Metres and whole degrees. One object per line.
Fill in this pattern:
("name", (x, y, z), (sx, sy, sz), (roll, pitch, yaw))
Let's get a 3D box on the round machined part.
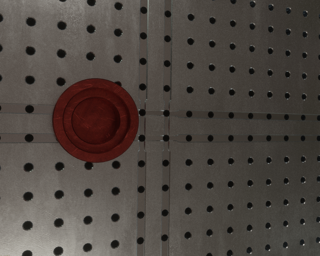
("round machined part", (-0.079, -0.009, 0.375), (0.099, 0.042, 0.097), (0, 90, -21))
